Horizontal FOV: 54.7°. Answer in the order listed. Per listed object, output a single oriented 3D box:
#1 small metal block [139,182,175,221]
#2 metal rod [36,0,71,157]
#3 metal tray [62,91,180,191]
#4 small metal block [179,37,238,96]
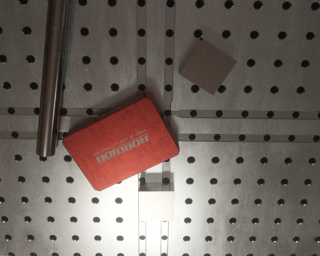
[{"bbox_3d":[-0.005,0.108,0.453,0.050,0.025,0.050,0,110,-1],"label":"small metal block"},{"bbox_3d":[-0.125,-0.103,0.373,0.025,0.025,0.298,11,110,-5],"label":"metal rod"},{"bbox_3d":[-0.051,0.020,0.417,0.130,0.030,0.090,-26,108,9],"label":"metal tray"},{"bbox_3d":[0.058,-0.077,0.386,0.050,0.025,0.050,30,107,-11],"label":"small metal block"}]
